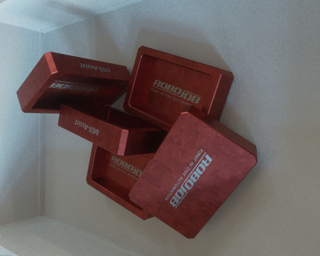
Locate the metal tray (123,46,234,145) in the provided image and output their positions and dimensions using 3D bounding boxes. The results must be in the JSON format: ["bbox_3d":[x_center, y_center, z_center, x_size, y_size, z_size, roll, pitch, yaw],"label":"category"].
[{"bbox_3d":[0.017,-0.043,0.386,0.130,0.030,0.089,27,106,36],"label":"metal tray"}]

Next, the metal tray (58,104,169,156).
[{"bbox_3d":[-0.060,-0.001,0.408,0.130,0.091,0.030,20,103,38],"label":"metal tray"}]

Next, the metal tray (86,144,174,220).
[{"bbox_3d":[-0.047,0.059,0.436,0.130,0.030,0.089,21,103,37],"label":"metal tray"}]

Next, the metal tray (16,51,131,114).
[{"bbox_3d":[-0.113,-0.055,0.425,0.090,0.131,0.030,-37,68,34],"label":"metal tray"}]

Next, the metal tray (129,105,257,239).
[{"bbox_3d":[0.034,0.051,0.346,0.090,0.030,0.129,33,114,4],"label":"metal tray"}]
